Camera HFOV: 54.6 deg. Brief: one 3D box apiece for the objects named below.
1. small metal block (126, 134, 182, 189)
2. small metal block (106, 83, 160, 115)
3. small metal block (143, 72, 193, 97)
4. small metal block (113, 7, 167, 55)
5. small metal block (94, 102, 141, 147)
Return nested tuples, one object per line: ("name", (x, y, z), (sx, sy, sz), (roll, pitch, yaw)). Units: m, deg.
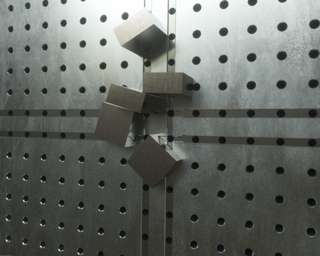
("small metal block", (-0.008, 0.044, 0.416), (0.050, 0.025, 0.050), (44, 104, 14))
("small metal block", (-0.035, -0.038, 0.412), (0.050, 0.050, 0.025), (19, 96, 19))
("small metal block", (0.011, -0.055, 0.396), (0.050, 0.050, 0.025), (4, 91, 20))
("small metal block", (-0.025, -0.126, 0.409), (0.050, 0.050, 0.025), (-29, 81, 18))
("small metal block", (-0.059, -0.005, 0.434), (0.050, 0.025, 0.050), (17, 96, 19))
